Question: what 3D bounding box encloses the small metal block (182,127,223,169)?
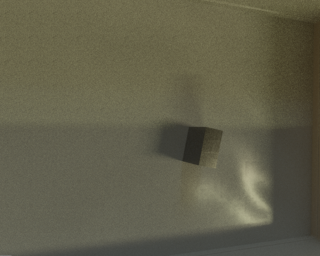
[{"bbox_3d":[0.057,0.025,0.420,0.025,0.050,0.050,13,86,-20],"label":"small metal block"}]
